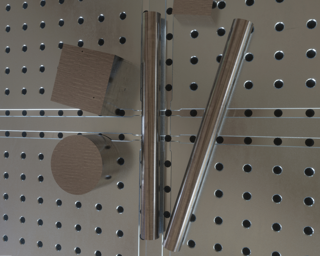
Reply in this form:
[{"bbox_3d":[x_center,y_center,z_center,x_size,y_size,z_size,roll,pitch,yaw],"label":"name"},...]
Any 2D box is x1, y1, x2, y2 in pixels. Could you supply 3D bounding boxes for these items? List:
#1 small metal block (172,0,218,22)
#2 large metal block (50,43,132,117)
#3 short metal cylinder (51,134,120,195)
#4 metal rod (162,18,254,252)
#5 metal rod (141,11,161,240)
[{"bbox_3d":[0.046,-0.166,0.396,0.050,0.025,0.050,10,93,19],"label":"small metal block"},{"bbox_3d":[-0.095,-0.065,0.432,0.080,0.050,0.079,16,95,19],"label":"large metal block"},{"bbox_3d":[-0.103,0.049,0.434,0.080,0.050,0.079,0,90,19],"label":"short metal cylinder"},{"bbox_3d":[0.058,0.014,0.391,0.025,0.025,0.298,19,96,18],"label":"metal rod"},{"bbox_3d":[-0.012,-0.003,0.415,0.025,0.025,0.298,0,90,19],"label":"metal rod"}]
